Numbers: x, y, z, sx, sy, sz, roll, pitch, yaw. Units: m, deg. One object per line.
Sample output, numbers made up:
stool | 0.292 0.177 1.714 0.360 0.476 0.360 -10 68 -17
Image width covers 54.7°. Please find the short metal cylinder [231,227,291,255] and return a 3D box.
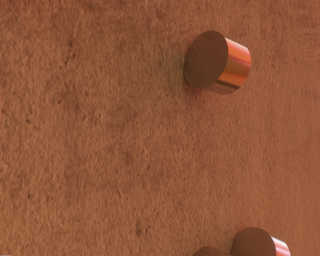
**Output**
short metal cylinder | 0.166 0.211 0.512 0.050 0.080 0.080 33 70 -36

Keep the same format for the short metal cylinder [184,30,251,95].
short metal cylinder | 0.080 -0.091 0.438 0.050 0.080 0.080 8 85 -40

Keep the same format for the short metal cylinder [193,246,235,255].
short metal cylinder | 0.083 0.224 0.462 0.081 0.050 0.079 0 90 -40
